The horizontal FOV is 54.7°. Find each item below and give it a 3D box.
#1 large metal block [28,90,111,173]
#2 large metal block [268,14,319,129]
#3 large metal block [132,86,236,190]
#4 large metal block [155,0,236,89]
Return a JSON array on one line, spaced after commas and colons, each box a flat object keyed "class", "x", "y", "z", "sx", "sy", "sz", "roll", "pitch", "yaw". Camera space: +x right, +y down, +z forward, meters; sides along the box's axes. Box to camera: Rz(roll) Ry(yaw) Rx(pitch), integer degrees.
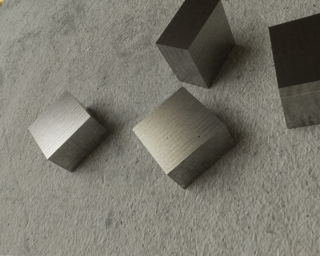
[{"class": "large metal block", "x": -0.134, "y": 0.004, "z": 0.456, "sx": 0.080, "sy": 0.050, "sz": 0.080, "roll": -46, "pitch": 51, "yaw": -4}, {"class": "large metal block", "x": 0.150, "y": -0.056, "z": 0.324, "sx": 0.050, "sy": 0.080, "sz": 0.080, "roll": -10, "pitch": 57, "yaw": 23}, {"class": "large metal block", "x": 0.028, "y": 0.011, "z": 0.367, "sx": 0.080, "sy": 0.050, "sz": 0.080, "roll": -41, "pitch": 51, "yaw": 0}, {"class": "large metal block", "x": 0.051, "y": -0.112, "z": 0.411, "sx": 0.050, "sy": 0.080, "sz": 0.080, "roll": 22, "pitch": 74, "yaw": 36}]
